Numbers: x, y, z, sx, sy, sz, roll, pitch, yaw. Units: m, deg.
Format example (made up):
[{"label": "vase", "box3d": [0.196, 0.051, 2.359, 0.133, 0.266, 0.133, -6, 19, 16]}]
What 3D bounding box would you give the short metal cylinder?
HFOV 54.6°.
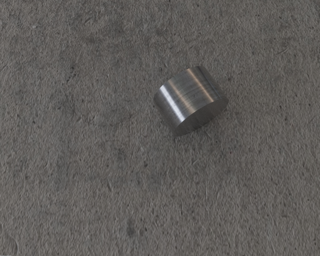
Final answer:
[{"label": "short metal cylinder", "box3d": [0.039, -0.032, 0.391, 0.080, 0.080, 0.050, -28, 73, -10]}]
